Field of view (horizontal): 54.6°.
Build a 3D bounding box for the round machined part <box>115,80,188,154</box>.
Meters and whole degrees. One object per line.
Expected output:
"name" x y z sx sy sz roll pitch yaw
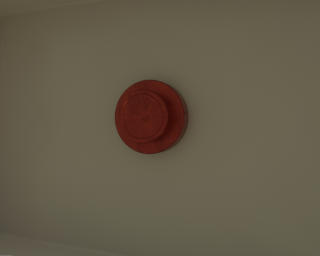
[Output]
"round machined part" -0.016 -0.015 0.404 0.098 0.042 0.097 0 90 20
